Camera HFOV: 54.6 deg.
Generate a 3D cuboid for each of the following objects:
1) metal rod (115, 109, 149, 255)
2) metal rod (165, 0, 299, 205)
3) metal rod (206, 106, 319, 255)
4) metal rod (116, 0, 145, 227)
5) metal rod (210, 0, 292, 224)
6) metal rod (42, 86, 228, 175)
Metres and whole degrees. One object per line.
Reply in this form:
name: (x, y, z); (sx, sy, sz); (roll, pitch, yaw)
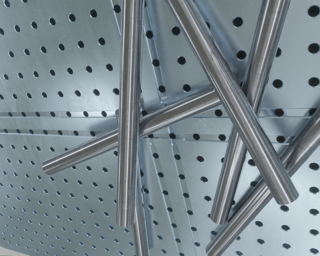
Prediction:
metal rod: (-0.040, 0.106, 0.498); (0.025, 0.025, 0.298); (10, 123, 23)
metal rod: (0.062, -0.054, 0.319); (0.025, 0.025, 0.299); (-26, 96, 37)
metal rod: (0.129, 0.086, 0.396); (0.025, 0.025, 0.298); (30, 128, 9)
metal rod: (-0.037, -0.019, 0.369); (0.025, 0.025, 0.298); (11, 108, 22)
metal rod: (0.096, 0.005, 0.363); (0.025, 0.025, 0.298); (18, 126, 18)
metal rod: (-0.046, 0.009, 0.410); (0.300, 0.025, 0.025); (-23, 107, 26)
